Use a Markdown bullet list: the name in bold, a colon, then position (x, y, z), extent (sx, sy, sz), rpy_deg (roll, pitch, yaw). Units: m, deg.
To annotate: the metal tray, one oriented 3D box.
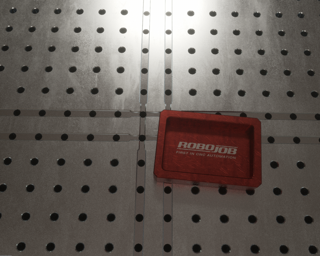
- **metal tray**: position (0.061, 0.028, 0.399), extent (0.131, 0.030, 0.090), rpy_deg (5, 70, 1)
